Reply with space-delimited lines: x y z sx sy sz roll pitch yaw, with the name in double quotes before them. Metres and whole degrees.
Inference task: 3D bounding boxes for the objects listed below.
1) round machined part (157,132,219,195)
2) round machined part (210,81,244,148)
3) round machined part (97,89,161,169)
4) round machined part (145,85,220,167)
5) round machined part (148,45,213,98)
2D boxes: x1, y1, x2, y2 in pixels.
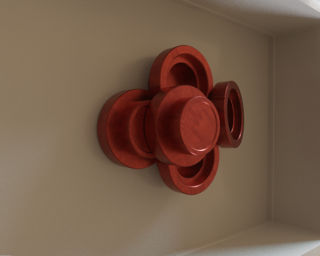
"round machined part" 0.034 0.039 0.424 0.099 0.042 0.097 0 90 -40
"round machined part" 0.091 -0.019 0.458 0.098 0.042 0.097 9 80 -60
"round machined part" -0.022 0.001 0.374 0.099 0.042 0.097 0 90 -40
"round machined part" 0.034 -0.003 0.367 0.099 0.042 0.097 0 90 -40
"round machined part" 0.024 -0.058 0.415 0.099 0.042 0.097 0 90 -40
